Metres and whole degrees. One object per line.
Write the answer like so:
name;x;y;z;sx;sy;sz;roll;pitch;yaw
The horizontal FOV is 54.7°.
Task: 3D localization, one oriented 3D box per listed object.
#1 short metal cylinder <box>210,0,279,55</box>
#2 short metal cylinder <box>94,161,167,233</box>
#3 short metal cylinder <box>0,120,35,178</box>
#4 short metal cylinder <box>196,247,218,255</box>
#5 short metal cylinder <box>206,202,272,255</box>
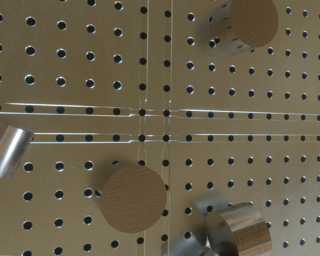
short metal cylinder;0.121;-0.150;0.445;0.081;0.050;0.079;0;90;-21
short metal cylinder;-0.038;0.083;0.386;0.081;0.050;0.079;0;90;-21
short metal cylinder;-0.179;0.013;0.317;0.080;0.080;0.050;25;82;-19
short metal cylinder;0.070;0.207;0.411;0.050;0.080;0.080;-37;102;-16
short metal cylinder;0.105;0.148;0.424;0.050;0.080;0.079;-10;94;-20
